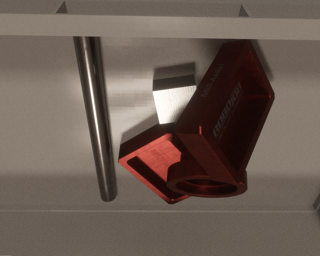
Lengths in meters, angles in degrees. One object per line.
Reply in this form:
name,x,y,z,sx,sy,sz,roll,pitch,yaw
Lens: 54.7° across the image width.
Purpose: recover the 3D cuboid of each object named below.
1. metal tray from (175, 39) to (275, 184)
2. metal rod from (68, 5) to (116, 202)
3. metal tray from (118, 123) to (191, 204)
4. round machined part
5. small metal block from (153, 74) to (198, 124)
metal tray,0.076,-0.019,0.328,0.030,0.130,0.090,1,140,44
metal rod,-0.081,-0.004,0.404,0.025,0.025,0.298,0,130,-1
metal tray,0.014,0.055,0.452,0.090,0.030,0.130,-30,125,22
round machined part,0.059,0.055,0.391,0.099,0.042,0.098,4,154,2
small metal block,0.020,-0.035,0.380,0.050,0.025,0.050,-8,130,6
